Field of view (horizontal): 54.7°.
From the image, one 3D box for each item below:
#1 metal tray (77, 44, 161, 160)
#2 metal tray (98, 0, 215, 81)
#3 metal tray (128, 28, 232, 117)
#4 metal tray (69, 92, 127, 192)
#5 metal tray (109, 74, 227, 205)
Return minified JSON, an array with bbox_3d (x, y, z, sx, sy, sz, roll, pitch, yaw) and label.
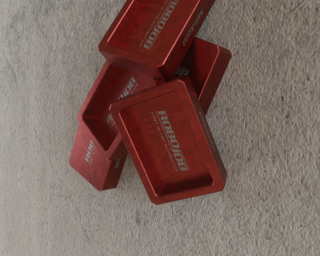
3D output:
[{"bbox_3d":[-0.052,-0.033,0.405,0.090,0.030,0.129,49,118,28],"label":"metal tray"},{"bbox_3d":[-0.001,-0.125,0.358,0.090,0.030,0.130,22,76,27],"label":"metal tray"},{"bbox_3d":[0.014,-0.076,0.390,0.130,0.030,0.089,34,110,34],"label":"metal tray"},{"bbox_3d":[-0.088,0.018,0.472,0.090,0.030,0.129,31,109,35],"label":"metal tray"},{"bbox_3d":[0.011,0.016,0.348,0.090,0.030,0.129,-18,103,22],"label":"metal tray"}]
